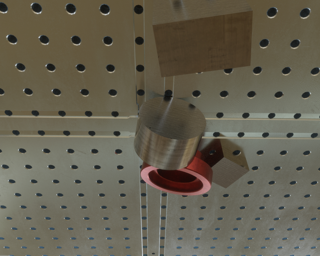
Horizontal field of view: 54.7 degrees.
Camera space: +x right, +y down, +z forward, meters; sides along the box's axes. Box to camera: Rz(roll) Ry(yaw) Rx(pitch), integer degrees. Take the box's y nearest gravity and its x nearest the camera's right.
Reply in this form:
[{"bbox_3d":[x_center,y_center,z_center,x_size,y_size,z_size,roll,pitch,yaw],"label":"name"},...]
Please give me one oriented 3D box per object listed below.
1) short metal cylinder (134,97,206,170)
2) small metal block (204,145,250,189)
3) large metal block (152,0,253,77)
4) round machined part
[{"bbox_3d":[0.011,0.005,0.380,0.081,0.080,0.050,8,130,-7],"label":"short metal cylinder"},{"bbox_3d":[0.095,0.059,0.463,0.050,0.025,0.050,28,125,-22],"label":"small metal block"},{"bbox_3d":[0.037,-0.095,0.295,0.080,0.080,0.050,-7,130,5],"label":"large metal block"},{"bbox_3d":[0.025,0.056,0.435,0.099,0.042,0.098,10,148,6],"label":"round machined part"}]
